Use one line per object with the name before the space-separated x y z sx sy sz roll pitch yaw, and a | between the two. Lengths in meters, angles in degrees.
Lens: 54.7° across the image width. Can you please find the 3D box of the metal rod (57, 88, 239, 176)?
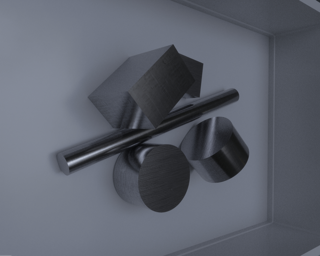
metal rod | 0.009 -0.008 0.415 0.302 0.025 0.025 -23 105 -38

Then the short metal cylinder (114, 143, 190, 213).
short metal cylinder | -0.009 0.059 0.382 0.081 0.050 0.079 0 90 -40

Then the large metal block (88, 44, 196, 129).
large metal block | -0.021 -0.045 0.354 0.080 0.080 0.050 -51 121 -28

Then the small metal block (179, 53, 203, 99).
small metal block | 0.032 -0.071 0.433 0.050 0.025 0.050 11 83 -40

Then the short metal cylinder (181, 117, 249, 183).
short metal cylinder | 0.077 0.030 0.437 0.050 0.080 0.080 51 60 -29
